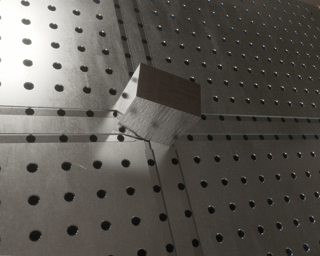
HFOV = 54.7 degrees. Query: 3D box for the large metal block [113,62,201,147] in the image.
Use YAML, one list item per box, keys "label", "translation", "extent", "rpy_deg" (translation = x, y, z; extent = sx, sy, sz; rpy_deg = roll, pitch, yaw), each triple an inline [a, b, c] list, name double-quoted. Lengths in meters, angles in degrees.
- label: "large metal block"
  translation: [-0.004, -0.025, 0.387]
  extent: [0.081, 0.080, 0.050]
  rpy_deg: [17, 55, -19]
